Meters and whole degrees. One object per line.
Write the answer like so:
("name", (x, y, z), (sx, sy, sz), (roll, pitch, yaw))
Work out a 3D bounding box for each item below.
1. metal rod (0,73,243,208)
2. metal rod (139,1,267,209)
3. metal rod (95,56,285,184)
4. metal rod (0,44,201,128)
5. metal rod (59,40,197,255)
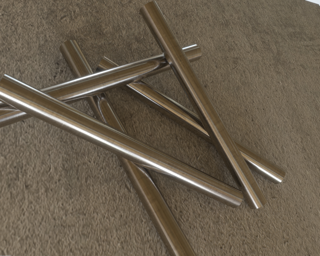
("metal rod", (-0.023, 0.027, 0.339), (0.301, 0.025, 0.025), (28, 51, -24))
("metal rod", (0.058, -0.028, 0.409), (0.025, 0.025, 0.299), (-31, 92, -38))
("metal rod", (0.048, -0.007, 0.433), (0.301, 0.025, 0.025), (32, 52, -8))
("metal rod", (-0.056, -0.061, 0.377), (0.302, 0.025, 0.025), (-26, 76, -37))
("metal rod", (-0.045, 0.018, 0.367), (0.025, 0.025, 0.299), (-20, 73, -36))
